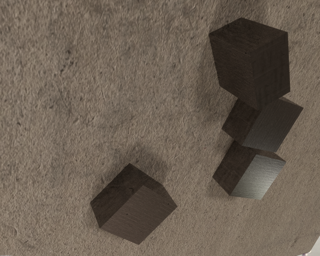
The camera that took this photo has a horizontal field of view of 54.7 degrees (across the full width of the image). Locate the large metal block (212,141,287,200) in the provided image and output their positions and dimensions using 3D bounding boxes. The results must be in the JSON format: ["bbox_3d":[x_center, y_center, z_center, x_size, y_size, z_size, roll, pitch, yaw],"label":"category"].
[{"bbox_3d":[0.149,0.070,0.518,0.081,0.050,0.080,15,111,-35],"label":"large metal block"}]

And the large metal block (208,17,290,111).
[{"bbox_3d":[0.111,-0.081,0.384,0.050,0.080,0.080,-30,129,-10],"label":"large metal block"}]

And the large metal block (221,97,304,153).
[{"bbox_3d":[0.154,-0.014,0.469,0.081,0.050,0.079,12,112,-34],"label":"large metal block"}]

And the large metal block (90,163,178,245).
[{"bbox_3d":[-0.037,0.109,0.440,0.080,0.050,0.080,-46,130,3],"label":"large metal block"}]
